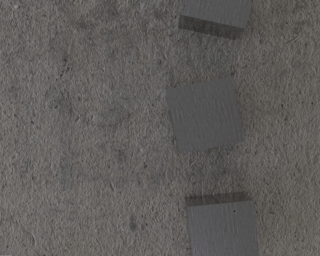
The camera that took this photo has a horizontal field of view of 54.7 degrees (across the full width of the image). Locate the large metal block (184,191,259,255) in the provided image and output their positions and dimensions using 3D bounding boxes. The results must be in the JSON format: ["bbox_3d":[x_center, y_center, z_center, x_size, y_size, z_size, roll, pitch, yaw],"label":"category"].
[{"bbox_3d":[0.077,0.130,0.398,0.080,0.050,0.080,-6,90,0],"label":"large metal block"}]

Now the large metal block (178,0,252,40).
[{"bbox_3d":[0.072,-0.167,0.398,0.080,0.050,0.080,12,90,0],"label":"large metal block"}]

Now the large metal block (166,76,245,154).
[{"bbox_3d":[0.055,-0.016,0.398,0.080,0.050,0.080,-11,90,0],"label":"large metal block"}]
